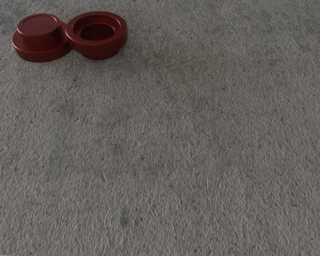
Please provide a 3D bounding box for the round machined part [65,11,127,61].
[{"bbox_3d":[-0.103,-0.150,0.516,0.099,0.042,0.098,1,50,-1],"label":"round machined part"}]

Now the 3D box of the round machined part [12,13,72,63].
[{"bbox_3d":[-0.198,-0.157,0.522,0.099,0.042,0.098,0,50,0],"label":"round machined part"}]
